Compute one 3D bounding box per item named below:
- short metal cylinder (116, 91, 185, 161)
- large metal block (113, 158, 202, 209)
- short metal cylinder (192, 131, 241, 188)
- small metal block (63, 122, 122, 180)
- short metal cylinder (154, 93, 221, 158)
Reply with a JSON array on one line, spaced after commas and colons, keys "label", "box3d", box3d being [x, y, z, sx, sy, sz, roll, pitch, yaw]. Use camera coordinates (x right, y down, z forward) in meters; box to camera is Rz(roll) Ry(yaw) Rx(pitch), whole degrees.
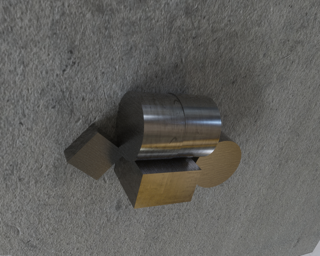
[{"label": "short metal cylinder", "box3d": [-0.013, -0.002, 0.365, 0.050, 0.080, 0.079, 1, 118, -29]}, {"label": "large metal block", "box3d": [-0.006, 0.054, 0.404, 0.081, 0.080, 0.050, 1, 118, -29]}, {"label": "short metal cylinder", "box3d": [0.071, 0.040, 0.456, 0.081, 0.050, 0.079, -14, 124, -21]}, {"label": "small metal block", "box3d": [-0.081, 0.030, 0.383, 0.050, 0.025, 0.050, -44, 129, 2]}, {"label": "short metal cylinder", "box3d": [0.031, -0.003, 0.388, 0.050, 0.080, 0.079, 1, 118, -29]}]
